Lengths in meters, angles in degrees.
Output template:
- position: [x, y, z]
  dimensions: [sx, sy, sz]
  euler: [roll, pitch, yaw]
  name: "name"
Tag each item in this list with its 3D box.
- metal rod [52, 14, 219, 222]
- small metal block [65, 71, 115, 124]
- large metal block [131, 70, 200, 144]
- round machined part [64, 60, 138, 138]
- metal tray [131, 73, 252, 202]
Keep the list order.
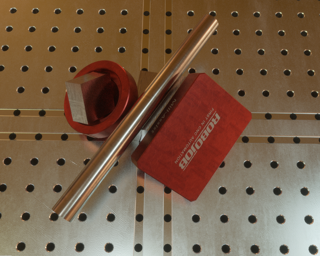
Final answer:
- position: [-0.018, -0.025, 0.367]
  dimensions: [0.025, 0.025, 0.300]
  euler: [33, 73, 11]
  name: "metal rod"
- position: [-0.084, -0.039, 0.382]
  dimensions: [0.025, 0.050, 0.050]
  euler: [12, 30, 31]
  name: "small metal block"
- position: [0.008, -0.023, 0.406]
  dimensions: [0.080, 0.050, 0.080]
  euler: [9, 70, 3]
  name: "large metal block"
- position: [-0.071, -0.034, 0.400]
  dimensions: [0.098, 0.042, 0.098]
  euler: [-7, 71, 23]
  name: "round machined part"
- position: [0.039, 0.011, 0.370]
  dimensions: [0.090, 0.030, 0.130]
  euler: [36, 86, -21]
  name: "metal tray"
